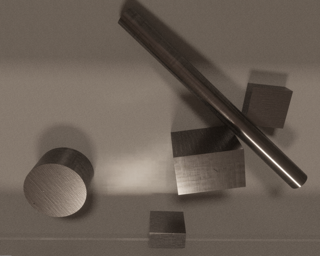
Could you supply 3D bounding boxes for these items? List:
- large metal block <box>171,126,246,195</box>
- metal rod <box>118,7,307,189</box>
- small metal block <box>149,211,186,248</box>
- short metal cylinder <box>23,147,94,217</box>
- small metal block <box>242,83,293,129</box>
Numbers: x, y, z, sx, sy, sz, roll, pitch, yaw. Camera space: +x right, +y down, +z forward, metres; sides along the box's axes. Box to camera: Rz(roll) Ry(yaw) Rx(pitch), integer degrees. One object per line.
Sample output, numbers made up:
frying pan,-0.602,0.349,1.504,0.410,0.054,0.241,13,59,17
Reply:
large metal block,0.058,0.038,0.397,0.080,0.080,0.050,-7,110,2
metal rod,0.069,-0.032,0.381,0.300,0.025,0.025,42,105,-7
small metal block,0.010,0.147,0.452,0.050,0.050,0.025,2,110,-1
short metal cylinder,-0.136,0.073,0.423,0.081,0.050,0.079,0,110,-1
small metal block,0.137,-0.029,0.403,0.050,0.025,0.050,6,110,-3
